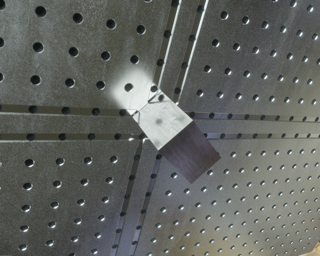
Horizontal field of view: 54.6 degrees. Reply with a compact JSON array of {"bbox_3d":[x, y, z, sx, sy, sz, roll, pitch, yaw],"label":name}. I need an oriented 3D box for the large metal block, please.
[{"bbox_3d":[0.021,0.012,0.393,0.050,0.080,0.080,-41,130,0],"label":"large metal block"}]
